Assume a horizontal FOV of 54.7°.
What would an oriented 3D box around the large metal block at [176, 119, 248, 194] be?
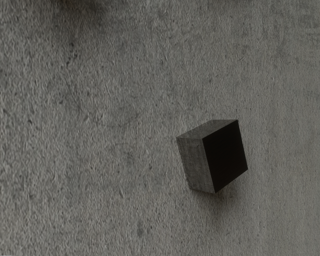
[{"bbox_3d":[0.078,0.038,0.453,0.081,0.050,0.080,-25,106,-37],"label":"large metal block"}]
